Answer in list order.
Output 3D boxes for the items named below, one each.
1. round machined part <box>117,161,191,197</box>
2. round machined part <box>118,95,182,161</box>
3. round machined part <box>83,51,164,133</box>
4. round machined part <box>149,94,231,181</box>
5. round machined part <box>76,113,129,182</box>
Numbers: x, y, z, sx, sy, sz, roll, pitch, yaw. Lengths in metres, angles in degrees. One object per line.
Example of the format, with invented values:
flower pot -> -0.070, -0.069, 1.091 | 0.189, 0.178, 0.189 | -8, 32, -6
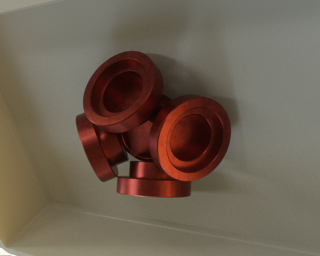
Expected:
round machined part -> -0.007, 0.066, 0.415 | 0.098, 0.098, 0.042 | -1, 82, 28
round machined part -> -0.015, 0.005, 0.404 | 0.098, 0.042, 0.097 | 13, 124, 20
round machined part -> -0.039, -0.038, 0.367 | 0.098, 0.098, 0.042 | -4, 154, 29
round machined part -> 0.031, 0.009, 0.361 | 0.042, 0.099, 0.097 | 28, 139, 58
round machined part -> -0.074, 0.021, 0.422 | 0.042, 0.098, 0.097 | -22, 112, -4
